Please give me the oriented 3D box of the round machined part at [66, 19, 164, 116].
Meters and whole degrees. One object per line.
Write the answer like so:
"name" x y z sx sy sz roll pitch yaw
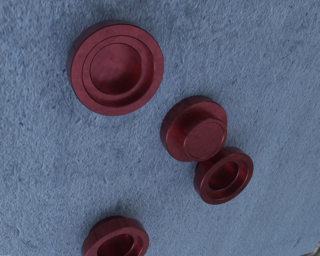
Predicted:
"round machined part" -0.049 -0.065 0.329 0.099 0.042 0.097 -14 124 -21

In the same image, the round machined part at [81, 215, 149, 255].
"round machined part" -0.069 0.171 0.464 0.099 0.042 0.097 -14 124 -21

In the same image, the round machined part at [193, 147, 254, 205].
"round machined part" 0.095 0.070 0.491 0.099 0.042 0.097 -14 124 -21

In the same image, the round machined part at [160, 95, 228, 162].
"round machined part" 0.053 0.008 0.429 0.099 0.042 0.097 -14 124 -21
